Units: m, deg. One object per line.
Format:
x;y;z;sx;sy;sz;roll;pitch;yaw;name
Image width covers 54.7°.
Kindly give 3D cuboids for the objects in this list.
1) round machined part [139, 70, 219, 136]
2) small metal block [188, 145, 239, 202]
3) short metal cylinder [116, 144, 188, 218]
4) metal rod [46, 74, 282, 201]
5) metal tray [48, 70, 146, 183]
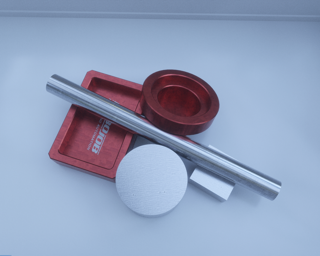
0.022;-0.028;0.396;0.099;0.042;0.098;9;47;-10;round machined part
0.070;0.057;0.388;0.050;0.025;0.050;30;72;10;small metal block
-0.009;0.065;0.370;0.081;0.050;0.080;0;70;0;short metal cylinder
-0.001;0.008;0.374;0.301;0.025;0.025;26;72;6;metal rod
-0.074;-0.004;0.405;0.090;0.030;0.130;18;71;6;metal tray
